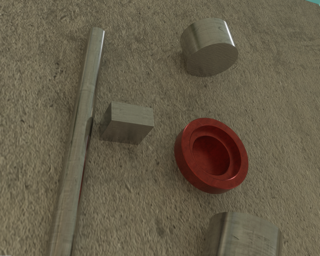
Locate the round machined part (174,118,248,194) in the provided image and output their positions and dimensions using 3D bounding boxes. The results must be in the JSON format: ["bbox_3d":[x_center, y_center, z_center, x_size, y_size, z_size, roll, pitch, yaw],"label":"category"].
[{"bbox_3d":[0.062,0.039,0.402,0.099,0.042,0.098,14,56,-21],"label":"round machined part"}]

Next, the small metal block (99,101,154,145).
[{"bbox_3d":[-0.041,-0.004,0.368,0.050,0.050,0.025,9,58,-24],"label":"small metal block"}]

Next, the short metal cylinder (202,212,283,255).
[{"bbox_3d":[0.088,0.133,0.335,0.080,0.080,0.050,29,52,-10],"label":"short metal cylinder"}]

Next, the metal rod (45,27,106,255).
[{"bbox_3d":[-0.090,-0.005,0.357,0.025,0.025,0.299,14,56,-21],"label":"metal rod"}]

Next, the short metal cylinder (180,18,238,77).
[{"bbox_3d":[0.076,-0.124,0.485,0.081,0.080,0.050,2,61,-27],"label":"short metal cylinder"}]
